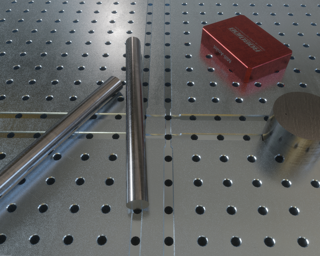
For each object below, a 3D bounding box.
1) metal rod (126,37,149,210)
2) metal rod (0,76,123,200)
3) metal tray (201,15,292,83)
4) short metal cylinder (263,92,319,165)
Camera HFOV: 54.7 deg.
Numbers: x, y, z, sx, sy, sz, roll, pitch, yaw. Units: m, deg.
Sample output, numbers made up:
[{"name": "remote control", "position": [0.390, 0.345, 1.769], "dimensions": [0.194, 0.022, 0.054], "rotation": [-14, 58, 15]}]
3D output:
[{"name": "metal rod", "position": [-0.035, -0.031, 0.432], "dimensions": [0.025, 0.025, 0.300], "rotation": [-3, 50, -3]}, {"name": "metal rod", "position": [-0.149, 0.028, 0.381], "dimensions": [0.025, 0.025, 0.301], "rotation": [27, 55, 21]}, {"name": "metal tray", "position": [0.142, -0.138, 0.522], "dimensions": [0.091, 0.030, 0.130], "rotation": [-23, 54, -18]}, {"name": "short metal cylinder", "position": [0.178, -0.001, 0.394], "dimensions": [0.081, 0.050, 0.080], "rotation": [0, 50, 0]}]
